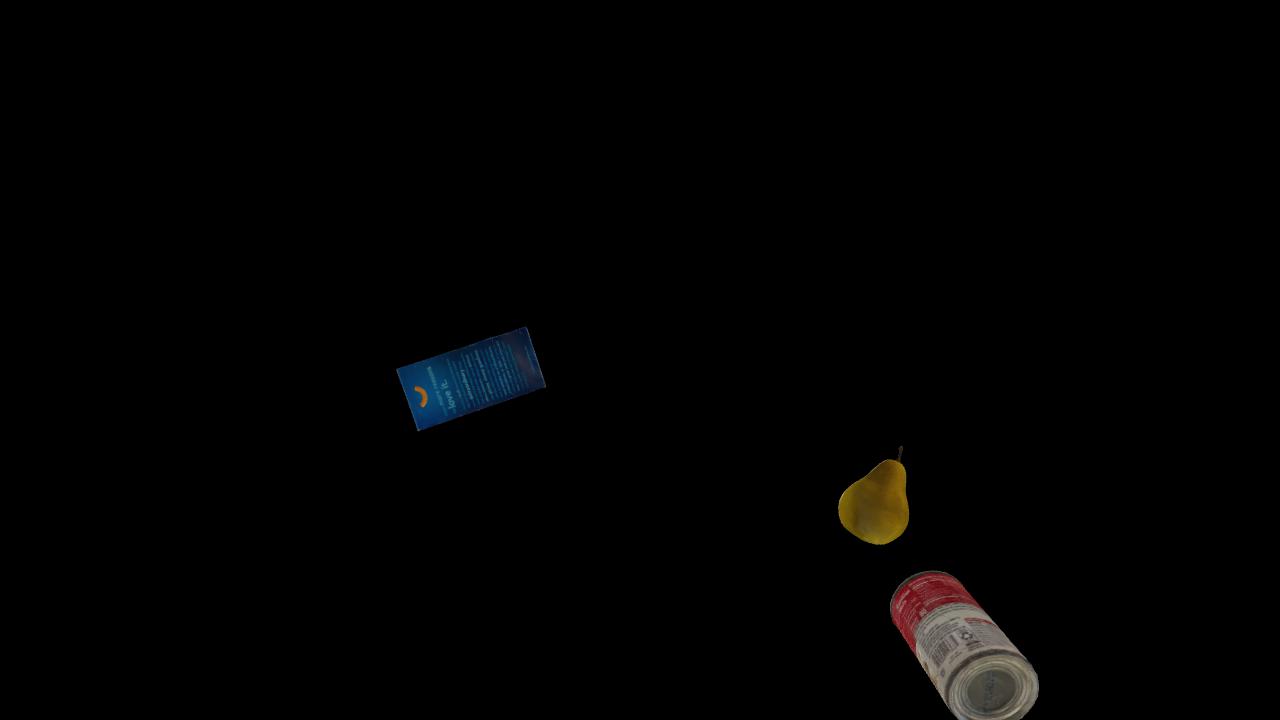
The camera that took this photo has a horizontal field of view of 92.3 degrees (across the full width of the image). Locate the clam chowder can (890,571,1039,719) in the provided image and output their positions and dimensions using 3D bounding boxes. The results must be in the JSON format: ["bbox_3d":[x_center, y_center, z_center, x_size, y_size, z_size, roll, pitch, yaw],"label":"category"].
[{"bbox_3d":[0.251,0.224,0.485,0.068,0.068,0.102,0,13,0],"label":"clam chowder can"}]

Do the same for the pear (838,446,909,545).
[{"bbox_3d":[0.275,0.150,0.693,0.080,0.111,0.080,24,7,-3],"label":"pear"}]

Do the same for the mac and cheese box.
[{"bbox_3d":[-0.234,0.025,0.867,0.184,0.093,0.041,-19,4,-11],"label":"mac and cheese box"}]
